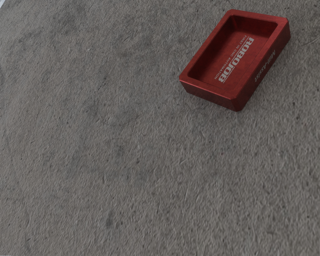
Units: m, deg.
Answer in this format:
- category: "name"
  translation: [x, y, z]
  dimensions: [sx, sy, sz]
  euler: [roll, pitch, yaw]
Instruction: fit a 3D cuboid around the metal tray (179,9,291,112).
- category: "metal tray"
  translation: [0.097, -0.093, 0.406]
  dimensions: [0.090, 0.030, 0.130]
  euler: [28, 77, 37]
